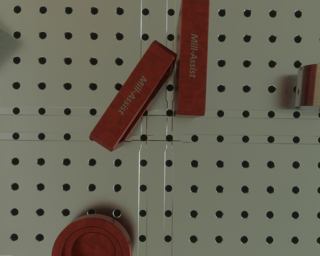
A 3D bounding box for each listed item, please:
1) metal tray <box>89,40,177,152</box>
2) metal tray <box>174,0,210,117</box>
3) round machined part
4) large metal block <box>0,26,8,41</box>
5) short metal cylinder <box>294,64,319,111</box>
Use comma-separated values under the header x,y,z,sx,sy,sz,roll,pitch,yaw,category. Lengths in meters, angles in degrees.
x,y,z,sx,sy,sz,roll,pitch,yaw,category
-0.029,-0.036,0.380,0.030,0.090,0.130,34,90,0,metal tray
0.037,-0.079,0.380,0.030,0.090,0.129,2,90,0,metal tray
-0.085,0.161,0.403,0.099,0.042,0.097,0,88,-1,round machined part
-0.265,-0.128,0.398,0.080,0.050,0.080,44,90,0,large metal block
0.214,-0.048,0.387,0.081,0.080,0.050,5,90,0,short metal cylinder
